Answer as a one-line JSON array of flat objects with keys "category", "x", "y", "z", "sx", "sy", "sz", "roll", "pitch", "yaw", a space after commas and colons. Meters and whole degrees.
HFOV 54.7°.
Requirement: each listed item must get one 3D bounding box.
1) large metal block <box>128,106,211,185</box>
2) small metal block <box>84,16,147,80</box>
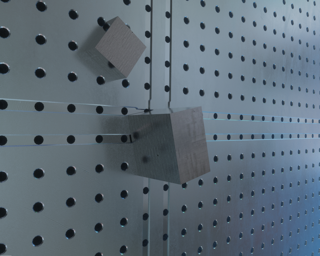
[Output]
[{"category": "large metal block", "x": 0.010, "y": 0.018, "z": 0.382, "sx": 0.050, "sy": 0.080, "sz": 0.079, "roll": -15, "pitch": 100, "yaw": -39}, {"category": "small metal block", "x": -0.051, "y": -0.093, "z": 0.366, "sx": 0.050, "sy": 0.025, "sz": 0.050, "roll": 43, "pitch": 64, "yaw": -32}]
